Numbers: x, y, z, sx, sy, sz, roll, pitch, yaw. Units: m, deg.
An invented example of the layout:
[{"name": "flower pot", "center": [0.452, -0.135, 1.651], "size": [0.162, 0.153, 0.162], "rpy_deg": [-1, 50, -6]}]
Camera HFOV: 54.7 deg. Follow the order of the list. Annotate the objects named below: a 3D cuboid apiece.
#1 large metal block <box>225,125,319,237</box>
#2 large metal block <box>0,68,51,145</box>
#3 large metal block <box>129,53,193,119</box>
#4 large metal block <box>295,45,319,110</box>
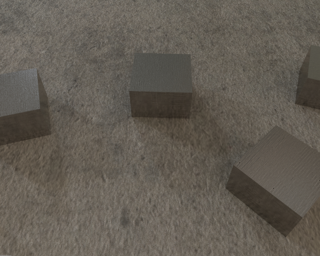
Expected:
[{"name": "large metal block", "center": [0.134, 0.056, 0.342], "size": [0.080, 0.050, 0.080], "rpy_deg": [-36, 59, -27]}, {"name": "large metal block", "center": [-0.194, -0.028, 0.408], "size": [0.081, 0.050, 0.080], "rpy_deg": [-13, 51, -11]}, {"name": "large metal block", "center": [0.002, -0.061, 0.438], "size": [0.081, 0.050, 0.080], "rpy_deg": [2, 50, 1]}, {"name": "large metal block", "center": [0.249, -0.069, 0.448], "size": [0.080, 0.050, 0.080], "rpy_deg": [16, 52, 13]}]
